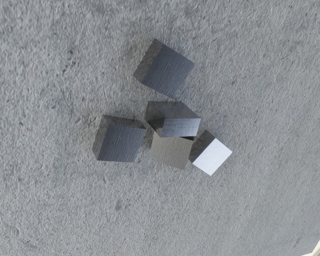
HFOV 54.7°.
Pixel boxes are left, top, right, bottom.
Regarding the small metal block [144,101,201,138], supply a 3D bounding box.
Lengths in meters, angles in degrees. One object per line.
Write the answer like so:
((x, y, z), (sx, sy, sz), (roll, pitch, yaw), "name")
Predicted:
((0.015, -0.012, 0.391), (0.050, 0.050, 0.025), (-2, 119, -28), "small metal block")

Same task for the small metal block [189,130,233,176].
((0.074, 0.038, 0.471), (0.050, 0.025, 0.050), (-49, 129, 6), "small metal block")

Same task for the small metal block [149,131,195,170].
((0.016, 0.023, 0.410), (0.050, 0.025, 0.050), (16, 124, 6), "small metal block")

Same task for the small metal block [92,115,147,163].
((-0.052, 0.014, 0.387), (0.050, 0.025, 0.050), (8, 115, -32), "small metal block")

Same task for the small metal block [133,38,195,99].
((0.005, -0.069, 0.366), (0.050, 0.025, 0.050), (22, 106, -37), "small metal block")
